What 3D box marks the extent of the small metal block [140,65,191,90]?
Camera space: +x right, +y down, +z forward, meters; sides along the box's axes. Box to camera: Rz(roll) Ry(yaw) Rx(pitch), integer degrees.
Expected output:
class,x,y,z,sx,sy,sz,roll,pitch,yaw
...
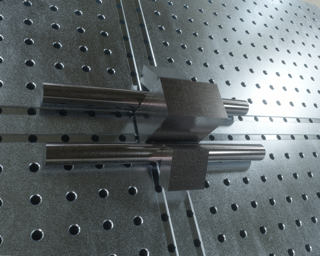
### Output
class,x,y,z,sx,sy,sz,roll,pitch,yaw
small metal block,0.007,-0.066,0.433,0.050,0.025,0.050,1,27,-28

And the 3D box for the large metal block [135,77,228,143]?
class,x,y,z,sx,sy,sz,roll,pitch,yaw
large metal block,0.024,-0.016,0.390,0.081,0.080,0.050,2,61,-28

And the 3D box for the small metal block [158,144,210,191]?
class,x,y,z,sx,sy,sz,roll,pitch,yaw
small metal block,0.029,0.047,0.375,0.050,0.025,0.050,3,98,-27

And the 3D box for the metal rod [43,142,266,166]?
class,x,y,z,sx,sy,sz,roll,pitch,yaw
metal rod,0.014,0.032,0.392,0.303,0.025,0.025,2,61,-27

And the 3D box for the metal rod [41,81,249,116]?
class,x,y,z,sx,sy,sz,roll,pitch,yaw
metal rod,-0.001,-0.036,0.424,0.303,0.025,0.025,2,61,-27
